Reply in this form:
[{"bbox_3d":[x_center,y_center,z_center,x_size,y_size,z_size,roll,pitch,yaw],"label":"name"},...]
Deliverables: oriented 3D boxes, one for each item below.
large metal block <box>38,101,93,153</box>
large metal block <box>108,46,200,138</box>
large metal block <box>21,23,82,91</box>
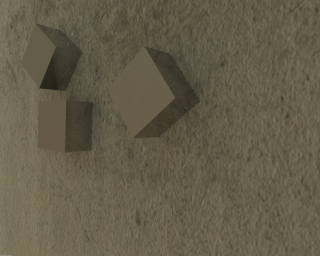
[{"bbox_3d":[-0.159,-0.004,0.517,0.080,0.050,0.079,3,92,39],"label":"large metal block"},{"bbox_3d":[-0.010,-0.043,0.395,0.080,0.050,0.080,-42,65,31],"label":"large metal block"},{"bbox_3d":[-0.192,-0.123,0.543,0.080,0.050,0.080,46,117,30],"label":"large metal block"}]
